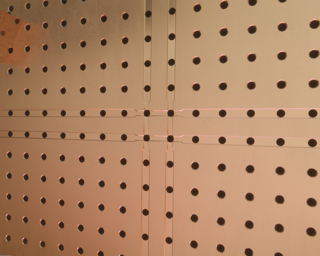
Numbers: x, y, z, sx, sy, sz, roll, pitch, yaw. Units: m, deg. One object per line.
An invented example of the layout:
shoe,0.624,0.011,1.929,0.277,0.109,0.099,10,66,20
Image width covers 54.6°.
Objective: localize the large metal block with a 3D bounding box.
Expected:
large metal block,-0.283,-0.162,0.500,0.080,0.050,0.080,32,100,17
